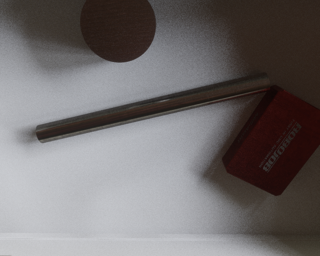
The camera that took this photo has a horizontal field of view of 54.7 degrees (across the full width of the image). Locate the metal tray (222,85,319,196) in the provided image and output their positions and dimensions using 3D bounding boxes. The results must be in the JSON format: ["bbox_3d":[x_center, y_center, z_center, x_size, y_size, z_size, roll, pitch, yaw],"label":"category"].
[{"bbox_3d":[0.157,0.019,0.418,0.090,0.030,0.129,27,108,-10],"label":"metal tray"}]

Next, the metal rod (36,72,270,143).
[{"bbox_3d":[-0.012,-0.025,0.401,0.302,0.025,0.025,-13,110,4],"label":"metal rod"}]

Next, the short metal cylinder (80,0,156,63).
[{"bbox_3d":[-0.045,-0.119,0.354,0.081,0.050,0.079,0,110,-1],"label":"short metal cylinder"}]
